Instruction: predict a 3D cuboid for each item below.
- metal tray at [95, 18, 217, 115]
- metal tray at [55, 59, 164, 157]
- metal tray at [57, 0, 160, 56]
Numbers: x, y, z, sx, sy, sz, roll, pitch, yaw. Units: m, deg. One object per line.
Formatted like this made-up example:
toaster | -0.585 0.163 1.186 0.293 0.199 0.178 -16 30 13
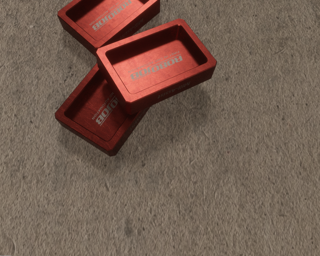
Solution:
metal tray | -0.005 -0.083 0.402 0.131 0.030 0.090 -26 69 -17
metal tray | -0.064 -0.039 0.418 0.090 0.030 0.130 31 73 10
metal tray | -0.074 -0.176 0.468 0.090 0.030 0.130 42 75 13
